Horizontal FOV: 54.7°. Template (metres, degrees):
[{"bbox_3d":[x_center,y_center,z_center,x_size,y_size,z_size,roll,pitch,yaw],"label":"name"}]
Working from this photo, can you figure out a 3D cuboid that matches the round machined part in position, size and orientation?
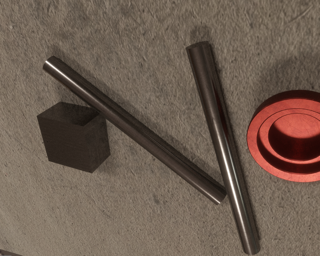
[{"bbox_3d":[0.144,0.005,0.323,0.098,0.042,0.097,13,124,20],"label":"round machined part"}]

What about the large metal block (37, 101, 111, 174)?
[{"bbox_3d":[-0.126,0.013,0.463,0.080,0.050,0.079,12,123,21],"label":"large metal block"}]

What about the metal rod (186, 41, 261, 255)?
[{"bbox_3d":[0.085,0.042,0.386,0.025,0.025,0.298,-6,116,30],"label":"metal rod"}]

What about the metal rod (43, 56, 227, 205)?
[{"bbox_3d":[-0.035,0.002,0.424,0.300,0.025,0.025,38,129,2],"label":"metal rod"}]
